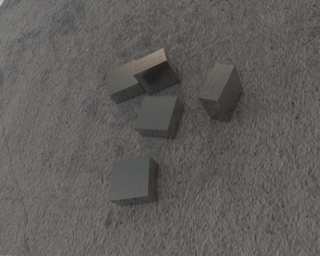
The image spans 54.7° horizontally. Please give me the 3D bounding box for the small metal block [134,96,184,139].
[{"bbox_3d":[-0.001,-0.014,0.413,0.050,0.025,0.050,3,63,29],"label":"small metal block"}]

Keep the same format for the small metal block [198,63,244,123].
[{"bbox_3d":[0.075,-0.042,0.374,0.025,0.050,0.050,16,70,34],"label":"small metal block"}]

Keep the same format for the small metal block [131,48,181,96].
[{"bbox_3d":[-0.005,-0.078,0.439,0.050,0.050,0.025,-22,54,15],"label":"small metal block"}]

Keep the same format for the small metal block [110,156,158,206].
[{"bbox_3d":[-0.031,0.066,0.380,0.050,0.025,0.050,-13,56,21],"label":"small metal block"}]

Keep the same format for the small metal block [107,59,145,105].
[{"bbox_3d":[-0.052,-0.070,0.474,0.050,0.025,0.050,-20,54,16],"label":"small metal block"}]
